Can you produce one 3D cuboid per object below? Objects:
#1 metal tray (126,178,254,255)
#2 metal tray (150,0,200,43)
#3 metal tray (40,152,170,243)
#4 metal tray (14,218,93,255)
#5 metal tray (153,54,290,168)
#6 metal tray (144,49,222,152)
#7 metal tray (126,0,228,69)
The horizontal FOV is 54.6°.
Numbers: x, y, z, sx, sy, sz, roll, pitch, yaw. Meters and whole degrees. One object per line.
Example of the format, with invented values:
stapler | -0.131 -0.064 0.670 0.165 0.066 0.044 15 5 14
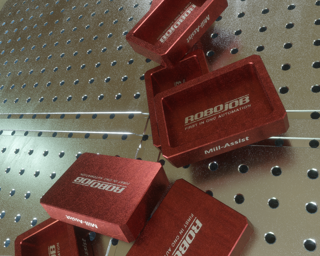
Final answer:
metal tray | 0.022 0.128 0.316 0.090 0.030 0.130 27 76 37
metal tray | 0.029 -0.194 0.510 0.090 0.030 0.130 0 62 28
metal tray | -0.066 0.075 0.370 0.130 0.030 0.090 4 40 32
metal tray | -0.123 0.173 0.364 0.090 0.030 0.130 -30 52 8
metal tray | 0.062 -0.018 0.345 0.130 0.030 0.090 -21 54 16
metal tray | 0.031 -0.036 0.411 0.090 0.030 0.130 -20 54 16
metal tray | 0.023 -0.155 0.449 0.130 0.030 0.090 -49 51 -7
